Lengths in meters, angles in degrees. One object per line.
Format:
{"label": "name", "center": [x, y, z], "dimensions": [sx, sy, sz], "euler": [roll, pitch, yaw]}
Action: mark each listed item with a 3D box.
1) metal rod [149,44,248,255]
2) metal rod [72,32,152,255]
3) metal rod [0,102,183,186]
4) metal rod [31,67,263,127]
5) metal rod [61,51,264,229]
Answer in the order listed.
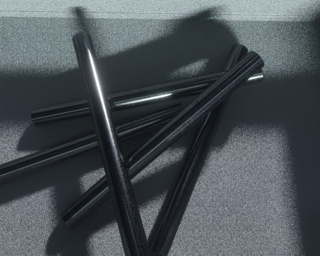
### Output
{"label": "metal rod", "center": [0.056, 0.014, 0.405], "dimensions": [0.025, 0.025, 0.300], "euler": [22, 71, 7]}
{"label": "metal rod", "center": [-0.062, 0.009, 0.364], "dimensions": [0.025, 0.025, 0.299], "euler": [-16, 67, -6]}
{"label": "metal rod", "center": [-0.111, 0.027, 0.398], "dimensions": [0.302, 0.025, 0.025], "euler": [-20, 72, -8]}
{"label": "metal rod", "center": [-0.018, -0.042, 0.409], "dimensions": [0.302, 0.025, 0.025], "euler": [-11, 71, 1]}
{"label": "metal rod", "center": [0.005, 0.012, 0.375], "dimensions": [0.300, 0.025, 0.025], "euler": [-40, 75, -2]}
